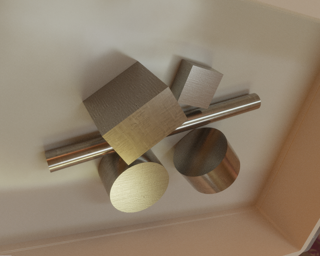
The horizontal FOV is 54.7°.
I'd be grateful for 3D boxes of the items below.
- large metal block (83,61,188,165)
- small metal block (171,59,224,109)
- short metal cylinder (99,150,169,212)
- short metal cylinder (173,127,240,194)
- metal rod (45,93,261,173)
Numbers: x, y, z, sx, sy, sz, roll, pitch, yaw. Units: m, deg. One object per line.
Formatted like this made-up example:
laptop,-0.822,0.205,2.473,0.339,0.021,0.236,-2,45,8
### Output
large metal block,-0.029,-0.019,0.345,0.080,0.080,0.050,-37,130,-4
small metal block,0.046,-0.056,0.399,0.050,0.025,0.050,9,114,-33
short metal cylinder,-0.035,0.065,0.412,0.081,0.050,0.079,-14,125,-21
short metal cylinder,0.066,0.046,0.438,0.080,0.080,0.050,-40,130,-1
metal rod,0.006,0.000,0.412,0.302,0.025,0.025,-16,125,-20
